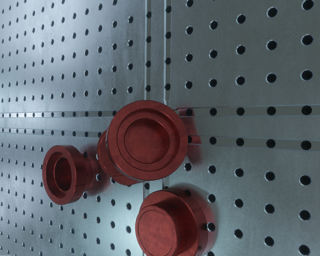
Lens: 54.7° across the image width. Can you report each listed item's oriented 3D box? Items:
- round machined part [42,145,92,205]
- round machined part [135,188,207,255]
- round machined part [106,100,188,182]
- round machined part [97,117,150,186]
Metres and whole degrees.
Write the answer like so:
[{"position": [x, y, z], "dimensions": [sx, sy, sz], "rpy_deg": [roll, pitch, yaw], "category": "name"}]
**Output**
[{"position": [-0.153, 0.077, 0.521], "dimensions": [0.098, 0.042, 0.097], "rpy_deg": [0, 90, 39], "category": "round machined part"}, {"position": [0.007, 0.128, 0.391], "dimensions": [0.098, 0.042, 0.097], "rpy_deg": [0, 90, 39], "category": "round machined part"}, {"position": [-0.018, 0.018, 0.387], "dimensions": [0.042, 0.099, 0.098], "rpy_deg": [141, 119, -70], "category": "round machined part"}, {"position": [-0.051, 0.033, 0.438], "dimensions": [0.098, 0.042, 0.097], "rpy_deg": [0, 90, 39], "category": "round machined part"}]
